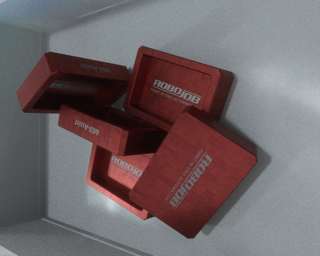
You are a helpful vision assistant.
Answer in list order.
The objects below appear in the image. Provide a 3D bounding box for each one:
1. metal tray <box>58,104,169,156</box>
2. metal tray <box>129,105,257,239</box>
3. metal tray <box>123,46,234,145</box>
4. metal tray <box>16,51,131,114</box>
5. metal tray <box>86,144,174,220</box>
[{"bbox_3d":[-0.060,-0.001,0.408,0.130,0.091,0.030,20,103,38],"label":"metal tray"},{"bbox_3d":[0.034,0.051,0.346,0.090,0.030,0.129,33,114,4],"label":"metal tray"},{"bbox_3d":[0.017,-0.043,0.386,0.130,0.030,0.089,27,106,36],"label":"metal tray"},{"bbox_3d":[-0.113,-0.055,0.425,0.090,0.131,0.030,-37,68,34],"label":"metal tray"},{"bbox_3d":[-0.047,0.059,0.436,0.130,0.030,0.089,21,103,37],"label":"metal tray"}]
